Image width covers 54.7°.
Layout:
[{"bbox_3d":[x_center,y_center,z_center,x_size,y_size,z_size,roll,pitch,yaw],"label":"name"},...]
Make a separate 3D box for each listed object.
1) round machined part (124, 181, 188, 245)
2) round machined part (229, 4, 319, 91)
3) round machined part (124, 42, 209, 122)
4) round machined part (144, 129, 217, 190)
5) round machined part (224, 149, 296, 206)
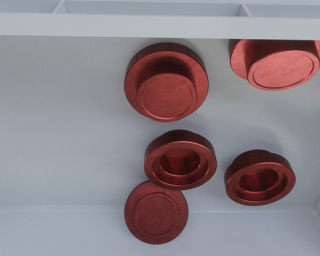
[{"bbox_3d":[-0.005,0.129,0.472,0.099,0.042,0.097,0,87,-2],"label":"round machined part"},{"bbox_3d":[0.122,-0.073,0.315,0.099,0.042,0.098,0,153,0],"label":"round machined part"},{"bbox_3d":[0.007,-0.045,0.360,0.099,0.042,0.097,-1,130,0],"label":"round machined part"},{"bbox_3d":[0.027,0.040,0.433,0.099,0.042,0.097,-1,130,0],"label":"round machined part"},{"bbox_3d":[0.144,0.070,0.460,0.099,0.042,0.097,-1,130,0],"label":"round machined part"}]
